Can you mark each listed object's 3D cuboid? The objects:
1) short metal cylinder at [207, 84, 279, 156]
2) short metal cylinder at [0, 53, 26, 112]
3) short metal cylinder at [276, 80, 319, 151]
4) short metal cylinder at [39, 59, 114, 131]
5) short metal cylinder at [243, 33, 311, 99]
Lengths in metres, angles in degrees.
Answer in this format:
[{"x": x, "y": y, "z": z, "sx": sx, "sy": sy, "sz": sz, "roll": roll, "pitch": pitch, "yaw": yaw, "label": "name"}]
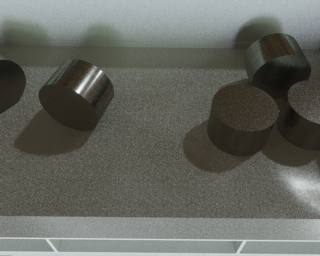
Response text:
[{"x": 0.104, "y": -0.011, "z": 0.399, "sx": 0.081, "sy": 0.050, "sz": 0.080, "roll": 0, "pitch": 50, "yaw": 0, "label": "short metal cylinder"}, {"x": -0.234, "y": -0.066, "z": 0.421, "sx": 0.050, "sy": 0.080, "sz": 0.080, "roll": 32, "pitch": 57, "yaw": 23, "label": "short metal cylinder"}, {"x": 0.201, "y": -0.017, "z": 0.406, "sx": 0.081, "sy": 0.050, "sz": 0.080, "roll": 0, "pitch": 50, "yaw": 0, "label": "short metal cylinder"}, {"x": -0.107, "y": -0.042, "z": 0.403, "sx": 0.080, "sy": 0.080, "sz": 0.050, "roll": 14, "pitch": 52, "yaw": 11, "label": "short metal cylinder"}, {"x": 0.166, "y": -0.088, "z": 0.445, "sx": 0.081, "sy": 0.080, "sz": 0.050, "roll": -2, "pitch": 50, "yaw": -2, "label": "short metal cylinder"}]
